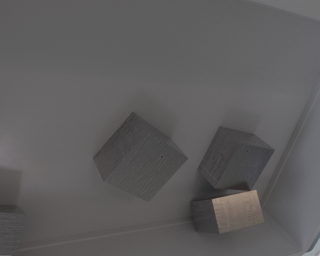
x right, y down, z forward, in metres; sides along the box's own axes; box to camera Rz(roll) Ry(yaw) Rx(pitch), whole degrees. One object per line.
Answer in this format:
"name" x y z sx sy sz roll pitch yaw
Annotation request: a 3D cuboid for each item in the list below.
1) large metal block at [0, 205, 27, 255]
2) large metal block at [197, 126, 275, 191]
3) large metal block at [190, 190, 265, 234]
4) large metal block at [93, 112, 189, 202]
"large metal block" -0.203 0.126 0.338 0.081 0.050 0.080 17 79 -35
"large metal block" 0.119 0.050 0.488 0.081 0.050 0.079 11 113 -33
"large metal block" 0.106 0.136 0.504 0.081 0.080 0.050 -6 77 -21
"large metal block" -0.025 0.039 0.403 0.080 0.050 0.080 -49 129 6
